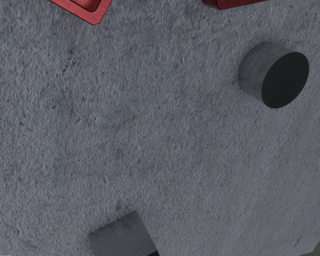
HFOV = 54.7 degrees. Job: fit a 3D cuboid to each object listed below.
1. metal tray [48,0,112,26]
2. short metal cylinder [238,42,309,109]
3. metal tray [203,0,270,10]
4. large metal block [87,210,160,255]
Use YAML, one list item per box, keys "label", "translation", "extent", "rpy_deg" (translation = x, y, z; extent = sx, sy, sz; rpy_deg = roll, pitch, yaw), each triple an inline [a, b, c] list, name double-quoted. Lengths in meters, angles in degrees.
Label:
- label: "metal tray"
  translation: [-0.065, -0.168, 0.263]
  extent: [0.090, 0.030, 0.129]
  rpy_deg: [23, 106, -37]
- label: "short metal cylinder"
  translation: [0.157, -0.074, 0.431]
  extent: [0.081, 0.050, 0.079]
  rpy_deg: [-14, 124, -21]
- label: "metal tray"
  translation: [0.091, -0.201, 0.328]
  extent: [0.091, 0.030, 0.129]
  rpy_deg: [-18, 126, -18]
- label: "large metal block"
  translation: [-0.051, 0.182, 0.456]
  extent: [0.081, 0.080, 0.050]
  rpy_deg: [-24, 127, -14]
